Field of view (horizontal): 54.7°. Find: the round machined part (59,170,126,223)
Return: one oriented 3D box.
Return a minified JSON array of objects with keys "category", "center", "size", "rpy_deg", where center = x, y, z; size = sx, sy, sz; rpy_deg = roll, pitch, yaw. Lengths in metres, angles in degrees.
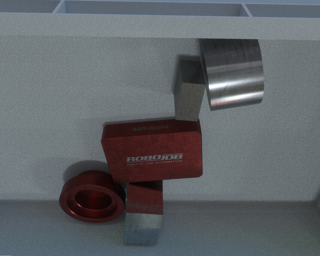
[{"category":"round machined part","center":[-0.103,0.104,0.484],"size":[0.099,0.042,0.097],"rpy_deg":[0,131,0]}]

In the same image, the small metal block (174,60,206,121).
[{"category":"small metal block","center":[0.033,-0.043,0.356],"size":[0.025,0.050,0.050],"rpy_deg":[4,130,-4]}]

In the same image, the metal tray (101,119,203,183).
[{"category":"metal tray","center":[-0.008,0.034,0.434],"size":[0.131,0.030,0.089],"rpy_deg":[-5,130,3]}]

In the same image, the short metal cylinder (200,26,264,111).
[{"category":"short metal cylinder","center":[0.072,-0.061,0.323],"size":[0.050,0.080,0.080],"rpy_deg":[-9,130,7]}]

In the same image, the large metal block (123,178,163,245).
[{"category":"large metal block","center":[-0.026,0.120,0.475],"size":[0.050,0.080,0.079],"rpy_deg":[5,130,-5]}]
